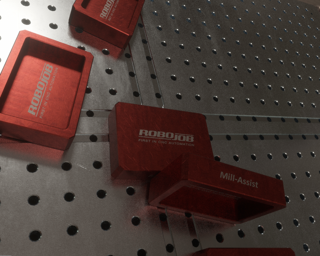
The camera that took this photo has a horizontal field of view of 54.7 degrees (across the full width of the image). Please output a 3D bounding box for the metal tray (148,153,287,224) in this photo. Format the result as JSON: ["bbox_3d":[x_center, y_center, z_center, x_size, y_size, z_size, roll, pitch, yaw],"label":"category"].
[{"bbox_3d":[0.064,0.075,0.356,0.131,0.090,0.030,18,55,-19],"label":"metal tray"}]

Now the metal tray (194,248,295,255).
[{"bbox_3d":[0.105,0.185,0.350,0.131,0.030,0.090,10,57,-23],"label":"metal tray"}]

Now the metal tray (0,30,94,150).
[{"bbox_3d":[-0.135,-0.047,0.361,0.091,0.030,0.130,17,55,-19],"label":"metal tray"}]

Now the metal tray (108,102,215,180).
[{"bbox_3d":[0.003,0.019,0.396,0.131,0.030,0.090,7,59,-25],"label":"metal tray"}]

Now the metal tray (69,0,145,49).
[{"bbox_3d":[-0.075,-0.193,0.482,0.091,0.030,0.130,23,53,-15],"label":"metal tray"}]
